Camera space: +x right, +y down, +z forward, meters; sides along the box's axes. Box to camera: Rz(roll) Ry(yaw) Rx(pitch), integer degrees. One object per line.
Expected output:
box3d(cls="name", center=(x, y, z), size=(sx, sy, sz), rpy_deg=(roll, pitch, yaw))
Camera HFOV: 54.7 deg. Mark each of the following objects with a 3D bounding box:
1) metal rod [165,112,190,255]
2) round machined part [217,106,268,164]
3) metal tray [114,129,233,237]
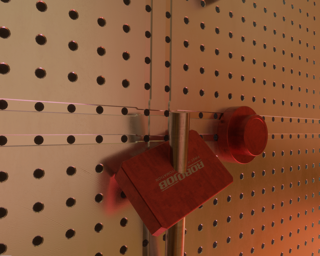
box3d(cls="metal rod", center=(0.020, 0.128, 0.402), size=(0.025, 0.025, 0.298), rpy_deg=(-5, 101, -40))
box3d(cls="round machined part", center=(0.144, 0.012, 0.519), size=(0.099, 0.042, 0.097), rpy_deg=(0, 90, -40))
box3d(cls="metal tray", center=(0.021, 0.063, 0.392), size=(0.131, 0.030, 0.090), rpy_deg=(-23, 68, -38))
